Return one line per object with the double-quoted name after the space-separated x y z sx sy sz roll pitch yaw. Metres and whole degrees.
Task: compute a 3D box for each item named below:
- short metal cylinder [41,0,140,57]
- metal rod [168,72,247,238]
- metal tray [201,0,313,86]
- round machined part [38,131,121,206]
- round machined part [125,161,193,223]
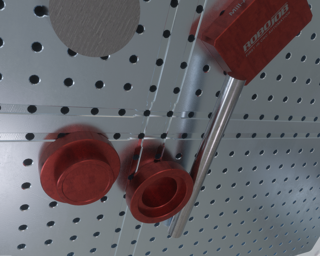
-0.065 -0.113 0.290 0.081 0.050 0.079 -14 124 -21 "short metal cylinder"
0.061 0.058 0.461 0.025 0.025 0.298 -2 125 -28 "metal rod"
0.127 -0.129 0.397 0.130 0.030 0.090 -46 129 4 "metal tray"
-0.096 0.056 0.383 0.099 0.042 0.097 -14 124 -21 "round machined part"
-0.004 0.088 0.453 0.099 0.042 0.097 -14 124 -21 "round machined part"
